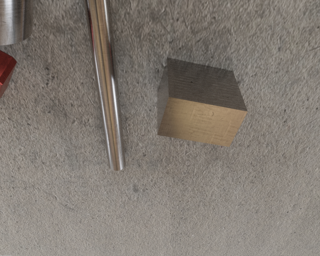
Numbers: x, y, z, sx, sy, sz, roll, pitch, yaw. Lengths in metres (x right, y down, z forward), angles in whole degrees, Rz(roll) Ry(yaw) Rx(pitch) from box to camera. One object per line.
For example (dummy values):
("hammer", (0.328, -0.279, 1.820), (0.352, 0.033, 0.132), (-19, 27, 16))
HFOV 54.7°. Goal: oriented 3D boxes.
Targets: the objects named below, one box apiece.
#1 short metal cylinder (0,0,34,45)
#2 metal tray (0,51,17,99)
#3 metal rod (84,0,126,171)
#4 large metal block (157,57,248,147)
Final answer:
("short metal cylinder", (-0.154, -0.115, 0.271), (0.081, 0.080, 0.050), (12, 129, -11))
("metal tray", (-0.220, -0.075, 0.310), (0.131, 0.030, 0.090), (29, 154, -23))
("metal rod", (-0.062, -0.060, 0.354), (0.025, 0.025, 0.298), (0, 130, -1))
("large metal block", (0.042, -0.030, 0.346), (0.081, 0.080, 0.050), (10, 129, -9))
